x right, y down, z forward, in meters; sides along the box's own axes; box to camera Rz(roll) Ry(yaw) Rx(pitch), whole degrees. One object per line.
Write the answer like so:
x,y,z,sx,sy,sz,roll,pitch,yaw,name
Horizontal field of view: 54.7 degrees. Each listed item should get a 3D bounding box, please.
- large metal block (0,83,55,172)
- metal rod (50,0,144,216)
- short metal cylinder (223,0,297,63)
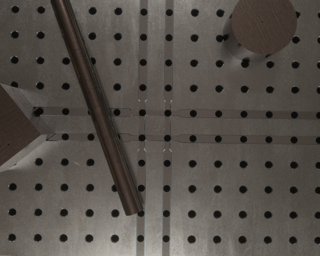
-0.200,0.001,0.398,0.080,0.050,0.080,-38,91,0,large metal block
-0.083,-0.029,0.412,0.025,0.025,0.298,-19,90,0,metal rod
0.127,-0.130,0.403,0.081,0.050,0.079,0,90,-1,short metal cylinder
